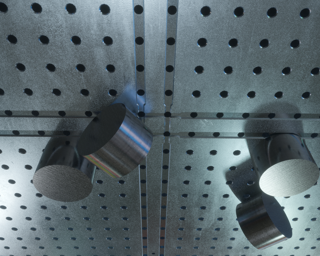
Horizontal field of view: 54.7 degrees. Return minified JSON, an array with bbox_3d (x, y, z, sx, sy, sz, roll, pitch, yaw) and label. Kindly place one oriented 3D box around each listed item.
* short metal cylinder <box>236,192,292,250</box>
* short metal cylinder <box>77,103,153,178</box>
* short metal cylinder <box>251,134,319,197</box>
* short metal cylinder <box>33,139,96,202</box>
[{"bbox_3d":[0.170,0.150,0.507,0.050,0.080,0.080,-37,121,27],"label":"short metal cylinder"},{"bbox_3d":[-0.056,0.015,0.388,0.080,0.080,0.050,-31,124,23],"label":"short metal cylinder"},{"bbox_3d":[0.177,0.054,0.444,0.081,0.050,0.079,0,130,0],"label":"short metal cylinder"},{"bbox_3d":[-0.134,0.062,0.446,0.081,0.050,0.079,0,130,0],"label":"short metal cylinder"}]
